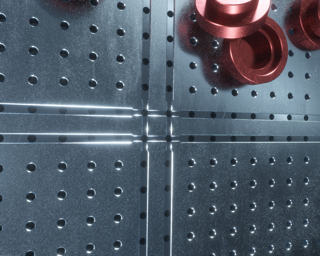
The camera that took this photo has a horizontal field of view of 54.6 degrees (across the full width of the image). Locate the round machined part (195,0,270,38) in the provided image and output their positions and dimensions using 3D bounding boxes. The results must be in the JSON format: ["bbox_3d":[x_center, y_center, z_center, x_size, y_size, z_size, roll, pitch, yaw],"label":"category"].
[{"bbox_3d":[0.096,-0.170,0.412,0.098,0.042,0.098,-3,61,5],"label":"round machined part"}]

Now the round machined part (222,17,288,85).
[{"bbox_3d":[0.133,-0.111,0.452,0.099,0.042,0.097,0,90,-20],"label":"round machined part"}]

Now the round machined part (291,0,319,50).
[{"bbox_3d":[0.265,-0.179,0.500,0.099,0.042,0.097,0,90,-20],"label":"round machined part"}]
